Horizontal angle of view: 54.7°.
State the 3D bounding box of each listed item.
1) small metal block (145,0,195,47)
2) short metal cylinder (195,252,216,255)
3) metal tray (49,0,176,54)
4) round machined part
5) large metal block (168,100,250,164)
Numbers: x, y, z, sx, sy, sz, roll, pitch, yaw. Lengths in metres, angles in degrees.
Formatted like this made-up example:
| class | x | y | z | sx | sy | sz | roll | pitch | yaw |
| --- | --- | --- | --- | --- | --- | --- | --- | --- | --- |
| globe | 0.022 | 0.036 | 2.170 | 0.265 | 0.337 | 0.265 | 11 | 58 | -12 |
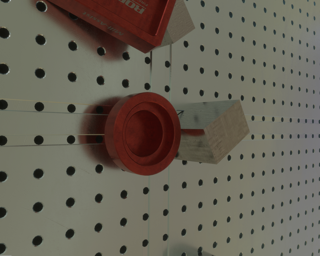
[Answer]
| class | x | y | z | sx | sy | sz | roll | pitch | yaw |
| --- | --- | --- | --- | --- | --- | --- | --- | --- | --- |
| small metal block | 0.015 | -0.146 | 0.421 | 0.050 | 0.025 | 0.050 | -42 | 116 | -32 |
| short metal cylinder | 0.078 | 0.232 | 0.458 | 0.081 | 0.050 | 0.080 | 0 | 90 | -40 |
| metal tray | -0.048 | -0.154 | 0.347 | 0.131 | 0.030 | 0.090 | 24 | 75 | -25 |
| round machined part | -0.025 | 0.007 | 0.377 | 0.099 | 0.042 | 0.097 | 0 | 91 | -39 |
| large metal block | 0.061 | 0.003 | 0.425 | 0.080 | 0.080 | 0.050 | -36 | 113 | -34 |
